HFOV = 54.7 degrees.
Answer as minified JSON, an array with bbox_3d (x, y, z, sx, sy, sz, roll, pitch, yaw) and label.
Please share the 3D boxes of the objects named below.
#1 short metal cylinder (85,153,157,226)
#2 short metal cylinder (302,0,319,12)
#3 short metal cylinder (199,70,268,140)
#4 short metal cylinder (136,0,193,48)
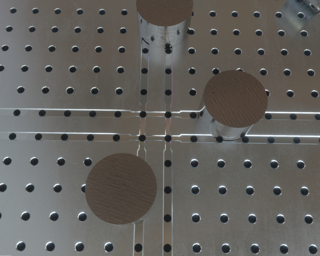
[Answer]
[{"bbox_3d":[-0.044,0.075,0.371,0.081,0.050,0.080,0,70,-1],"label":"short metal cylinder"},{"bbox_3d":[0.250,-0.225,0.468,0.080,0.080,0.050,-32,74,-11],"label":"short metal cylinder"},{"bbox_3d":[0.094,-0.029,0.410,0.081,0.050,0.080,0,70,-1],"label":"short metal cylinder"},{"bbox_3d":[0.007,-0.168,0.460,0.081,0.050,0.080,0,70,-1],"label":"short metal cylinder"}]
